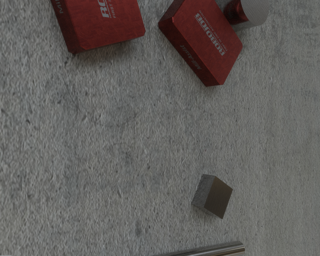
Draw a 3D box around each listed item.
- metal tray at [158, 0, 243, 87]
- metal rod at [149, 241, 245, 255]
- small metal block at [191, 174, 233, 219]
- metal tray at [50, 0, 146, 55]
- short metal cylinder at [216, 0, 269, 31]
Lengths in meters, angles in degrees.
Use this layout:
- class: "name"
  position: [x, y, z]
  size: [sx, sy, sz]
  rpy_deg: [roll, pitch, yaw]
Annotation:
- class: "metal tray"
  position: [0.065, -0.136, 0.458]
  size: [0.130, 0.030, 0.090]
  rpy_deg: [45, 63, -31]
- class: "metal rod"
  position: [0.017, 0.182, 0.421]
  size: [0.302, 0.025, 0.025]
  rpy_deg: [10, 84, -40]
- class: "small metal block"
  position: [0.081, 0.105, 0.475]
  size: [0.050, 0.025, 0.050]
  rpy_deg: [38, 66, -34]
- class: "metal tray"
  position: [-0.075, -0.156, 0.340]
  size: [0.091, 0.030, 0.129]
  rpy_deg: [-27, 107, -37]
- class: "short metal cylinder"
  position: [0.133, -0.201, 0.502]
  size: [0.081, 0.050, 0.079]
  rpy_deg: [0, 90, -40]
